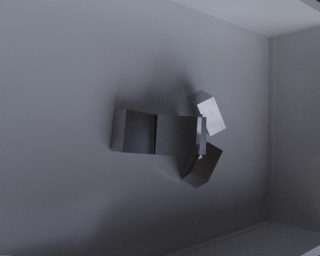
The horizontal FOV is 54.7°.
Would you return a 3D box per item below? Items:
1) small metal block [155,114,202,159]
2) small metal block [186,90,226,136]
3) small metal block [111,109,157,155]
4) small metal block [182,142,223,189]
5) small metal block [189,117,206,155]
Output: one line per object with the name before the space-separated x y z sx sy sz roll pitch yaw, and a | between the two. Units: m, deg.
small metal block | 0.023 0.010 0.386 0.025 0.050 0.050 2 92 -72
small metal block | 0.065 -0.023 0.442 0.025 0.050 0.050 -27 111 -3
small metal block | -0.030 0.006 0.380 0.050 0.025 0.050 8 85 -40
small metal block | 0.059 0.053 0.437 0.025 0.050 0.050 31 66 1
small metal block | 0.035 0.010 0.420 0.025 0.050 0.050 1 89 -40
